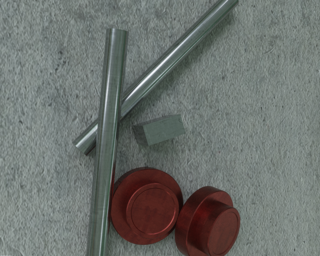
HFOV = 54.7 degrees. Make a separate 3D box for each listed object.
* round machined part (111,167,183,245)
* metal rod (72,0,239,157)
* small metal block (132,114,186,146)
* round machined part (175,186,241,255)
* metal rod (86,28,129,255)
[{"bbox_3d":[-0.015,0.101,0.395,0.099,0.042,0.097,0,90,-20],"label":"round machined part"},{"bbox_3d":[0.003,-0.080,0.410,0.301,0.025,0.025,-47,105,-14],"label":"metal rod"},{"bbox_3d":[-0.003,0.002,0.395,0.050,0.050,0.025,-18,96,-19],"label":"small metal block"},{"bbox_3d":[0.069,0.130,0.406,0.099,0.042,0.097,-13,109,-41],"label":"round machined part"},{"bbox_3d":[-0.064,0.038,0.363,0.025,0.025,0.298,4,97,-20],"label":"metal rod"}]
